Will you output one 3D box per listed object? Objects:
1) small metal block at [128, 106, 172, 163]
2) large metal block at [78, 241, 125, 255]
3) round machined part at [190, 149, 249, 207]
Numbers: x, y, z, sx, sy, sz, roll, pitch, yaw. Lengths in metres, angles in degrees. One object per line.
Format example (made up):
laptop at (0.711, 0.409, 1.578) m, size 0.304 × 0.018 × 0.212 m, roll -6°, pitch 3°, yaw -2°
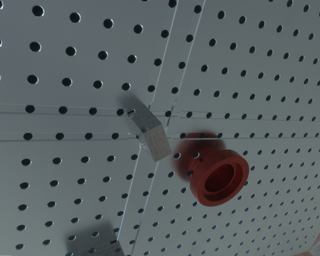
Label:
small metal block at (-0.013, 0.007, 0.394) m, size 0.025 × 0.050 × 0.050 m, roll -28°, pitch 128°, yaw -11°
large metal block at (-0.094, 0.239, 0.494) m, size 0.081 × 0.050 × 0.079 m, roll -13°, pitch 124°, yaw -22°
round machined part at (0.091, 0.075, 0.499) m, size 0.099 × 0.042 × 0.097 m, roll -14°, pitch 125°, yaw -21°
